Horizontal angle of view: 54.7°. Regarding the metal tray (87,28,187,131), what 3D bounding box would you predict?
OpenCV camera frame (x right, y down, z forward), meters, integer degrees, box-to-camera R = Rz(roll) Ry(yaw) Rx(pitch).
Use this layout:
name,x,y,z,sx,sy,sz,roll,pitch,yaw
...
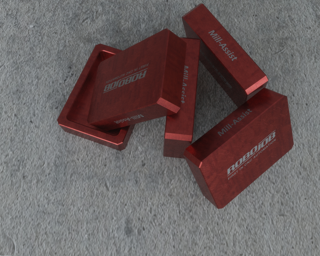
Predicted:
name,x,y,z,sx,sy,sz,roll,pitch,yaw
metal tray,-0.031,-0.052,0.368,0.130,0.030,0.090,-13,63,43

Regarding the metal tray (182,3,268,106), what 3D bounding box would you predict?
name,x,y,z,sx,sy,sz,roll,pitch,yaw
metal tray,0.083,-0.088,0.406,0.030,0.090,0.130,-36,74,3

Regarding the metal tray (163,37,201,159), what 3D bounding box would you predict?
name,x,y,z,sx,sy,sz,roll,pitch,yaw
metal tray,0.026,-0.035,0.388,0.030,0.090,0.130,6,71,2

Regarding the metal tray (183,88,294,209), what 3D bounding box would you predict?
name,x,y,z,sx,sy,sz,roll,pitch,yaw
metal tray,0.098,0.025,0.367,0.131,0.090,0.030,-37,39,-12

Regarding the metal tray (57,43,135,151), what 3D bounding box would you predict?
name,x,y,z,sx,sy,sz,roll,pitch,yaw
metal tray,-0.068,-0.044,0.422,0.090,0.030,0.130,19,71,6
